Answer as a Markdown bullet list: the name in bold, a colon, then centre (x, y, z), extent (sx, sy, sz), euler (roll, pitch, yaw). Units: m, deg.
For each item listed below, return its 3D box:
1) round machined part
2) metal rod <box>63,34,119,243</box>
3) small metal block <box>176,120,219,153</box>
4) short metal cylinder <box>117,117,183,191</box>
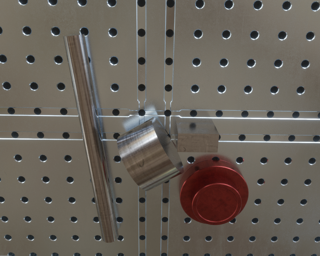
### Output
- **round machined part**: centre (0.078, 0.098, 0.442), extent (0.099, 0.042, 0.097), euler (0, 110, -1)
- **metal rod**: centre (-0.089, 0.028, 0.422), extent (0.025, 0.025, 0.298), euler (-5, 110, 1)
- **small metal block**: centre (0.047, 0.010, 0.405), extent (0.050, 0.050, 0.025), euler (1, 110, -1)
- **short metal cylinder**: centre (-0.011, 0.033, 0.396), extent (0.050, 0.080, 0.080), euler (-29, 108, 10)
